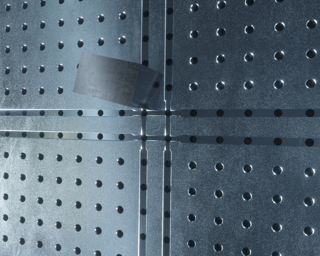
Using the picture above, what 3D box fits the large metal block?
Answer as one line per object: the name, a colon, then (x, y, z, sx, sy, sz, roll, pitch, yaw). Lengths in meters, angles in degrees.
large metal block: (-0.050, -0.058, 0.400, 0.080, 0.080, 0.050, 15, 95, 19)
